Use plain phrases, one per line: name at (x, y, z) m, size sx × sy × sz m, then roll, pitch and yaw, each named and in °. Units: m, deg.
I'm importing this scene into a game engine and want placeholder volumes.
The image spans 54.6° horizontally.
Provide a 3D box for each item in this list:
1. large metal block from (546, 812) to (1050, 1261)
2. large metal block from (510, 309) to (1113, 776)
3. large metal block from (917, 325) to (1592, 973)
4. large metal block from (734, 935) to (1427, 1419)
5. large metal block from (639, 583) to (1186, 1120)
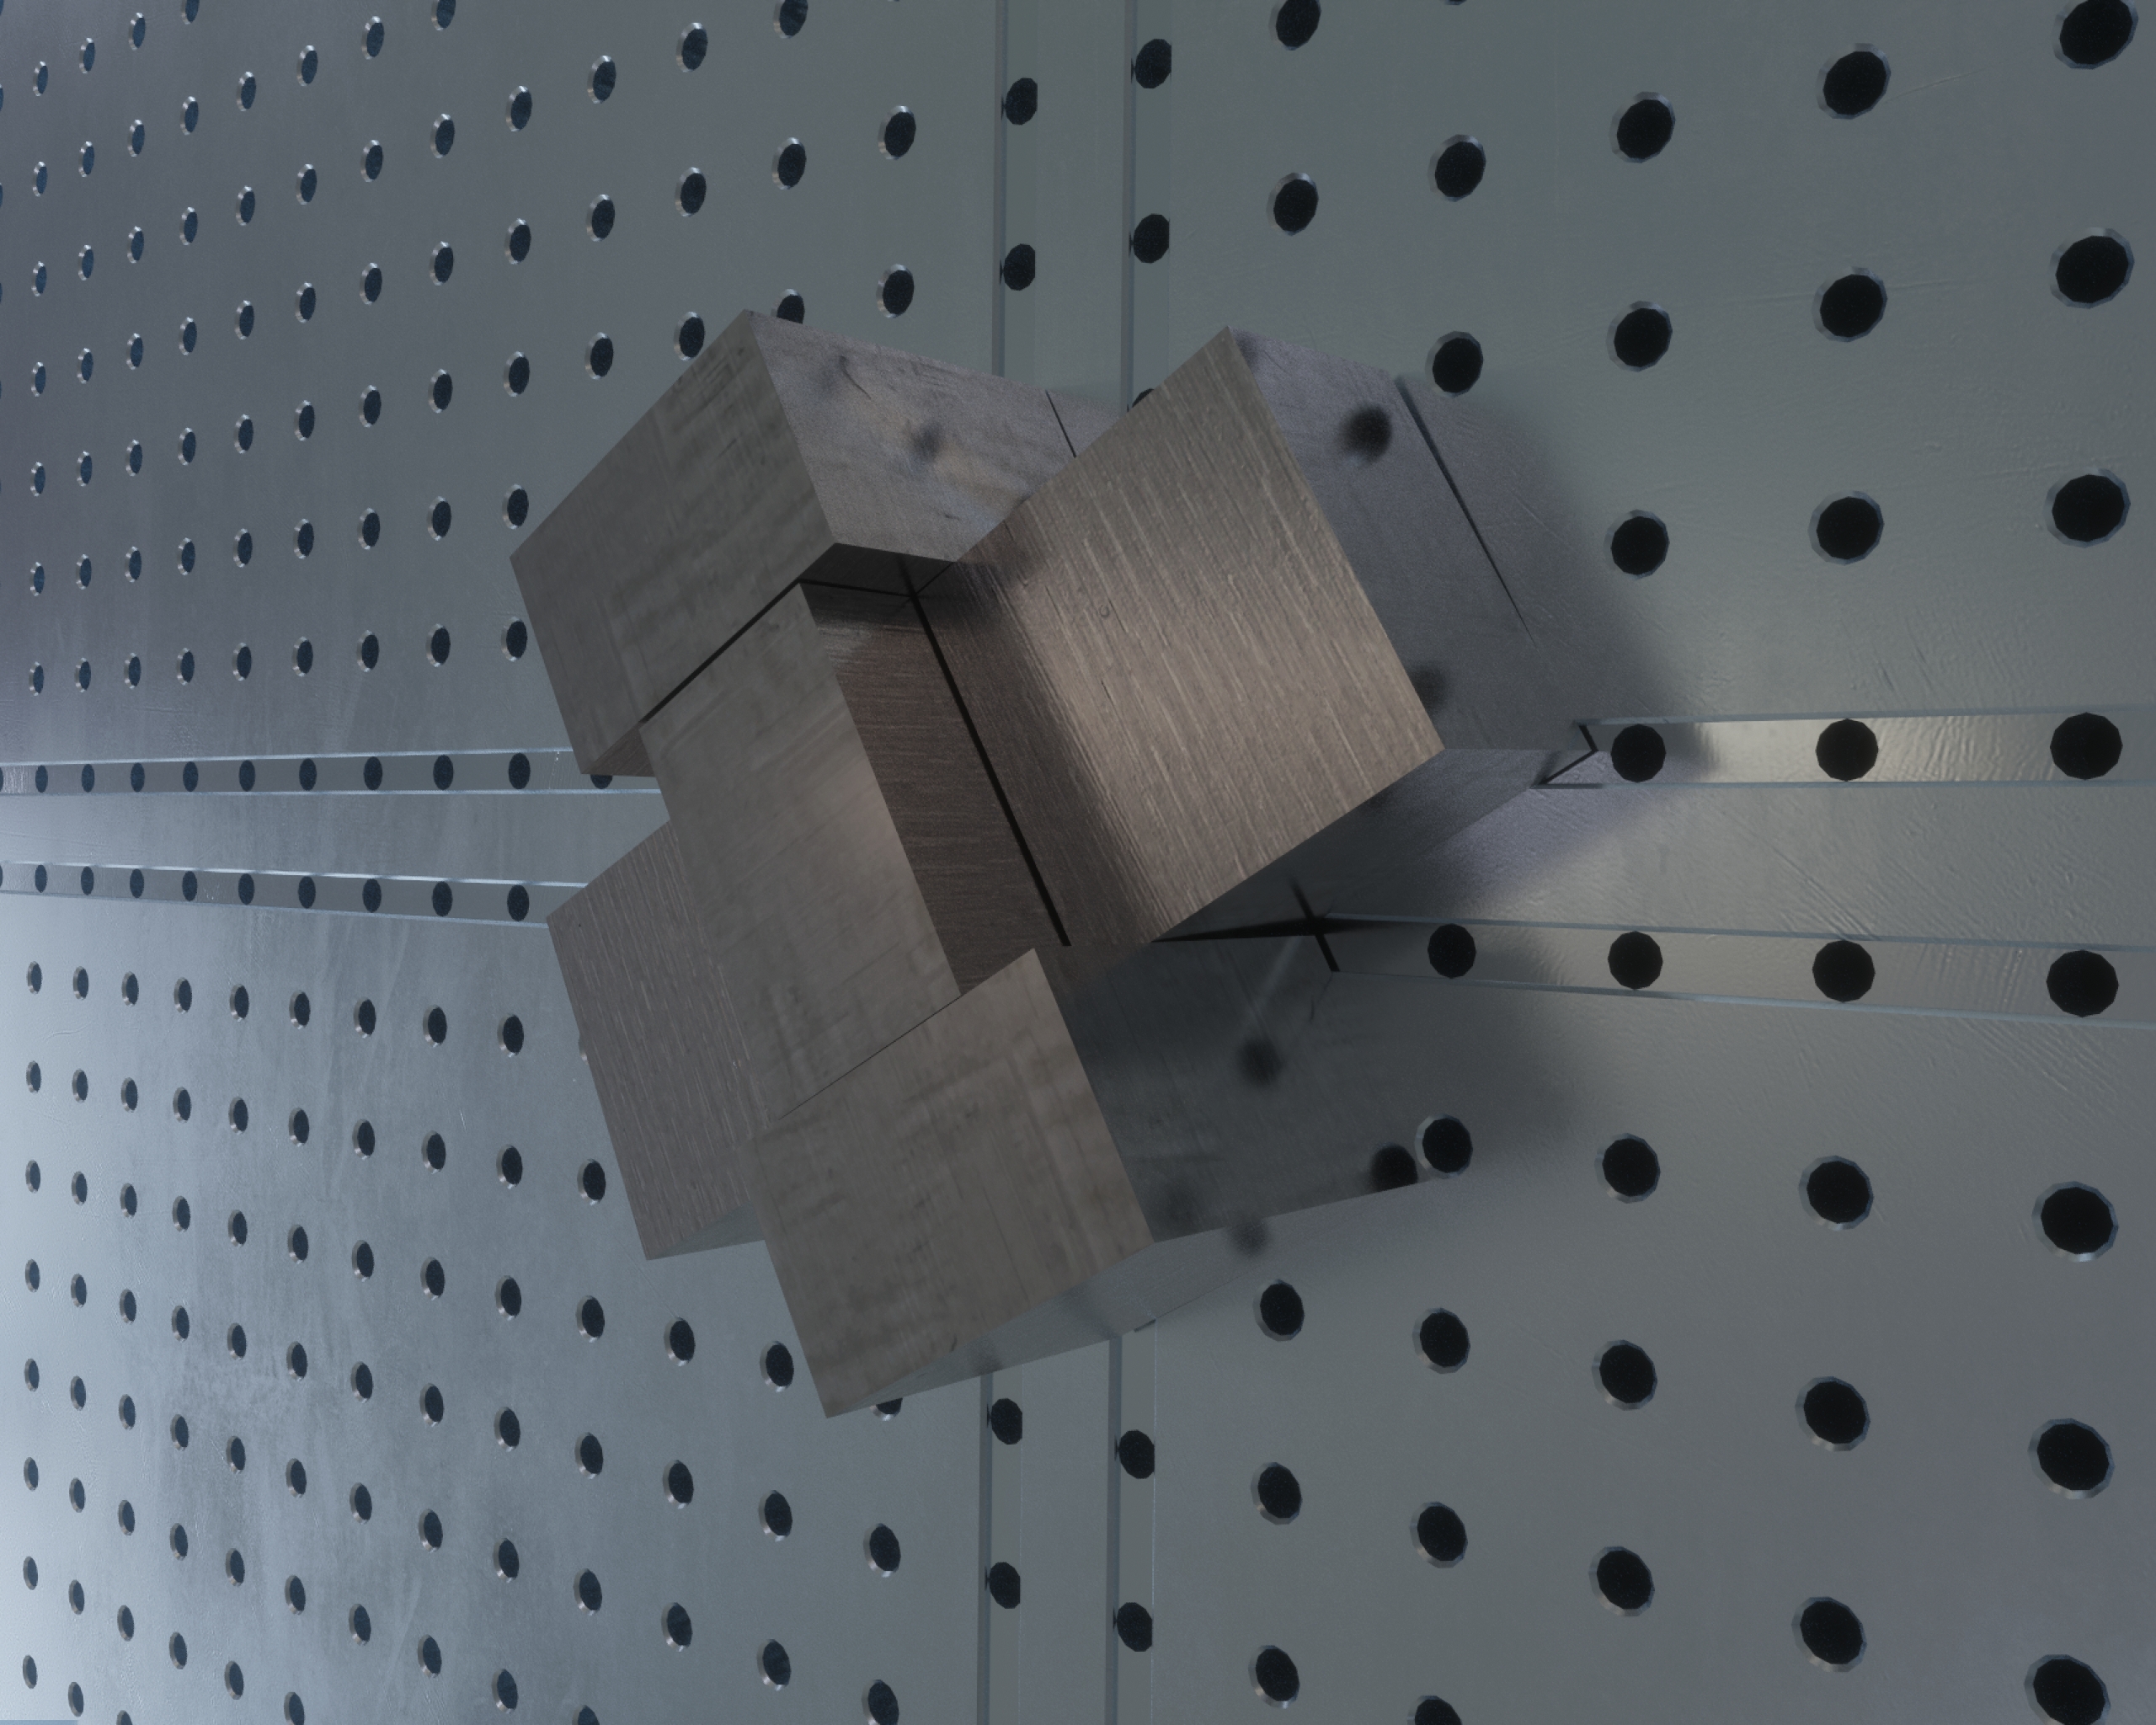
large metal block at (-0.060, 0.030, 0.445) m, size 0.080 × 0.050 × 0.080 m, roll -33°, pitch 69°, yaw 35°
large metal block at (-0.051, -0.058, 0.416) m, size 0.080 × 0.081 × 0.050 m, roll -35°, pitch 68°, yaw 35°
large metal block at (0.029, -0.034, 0.369) m, size 0.080 × 0.050 × 0.080 m, roll -35°, pitch 70°, yaw 34°
large metal block at (0.001, 0.054, 0.374) m, size 0.080 × 0.081 × 0.050 m, roll -35°, pitch 68°, yaw 34°
large metal block at (-0.025, -0.002, 0.395) m, size 0.050 × 0.081 × 0.080 m, roll -35°, pitch 68°, yaw 34°
